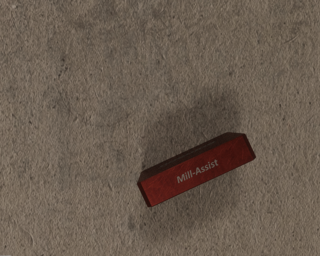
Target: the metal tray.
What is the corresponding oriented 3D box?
[{"bbox_3d":[0.040,0.046,0.378,0.131,0.090,0.030,-25,90,0],"label":"metal tray"}]
